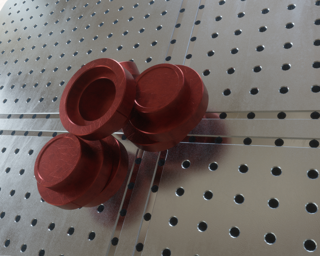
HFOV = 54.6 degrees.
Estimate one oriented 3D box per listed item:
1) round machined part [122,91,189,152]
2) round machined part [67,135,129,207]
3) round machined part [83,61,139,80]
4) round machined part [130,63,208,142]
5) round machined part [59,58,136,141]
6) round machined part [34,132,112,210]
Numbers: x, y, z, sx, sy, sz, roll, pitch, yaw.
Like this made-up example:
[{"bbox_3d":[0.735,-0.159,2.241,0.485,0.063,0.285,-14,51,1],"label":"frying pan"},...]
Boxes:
[{"bbox_3d":[-0.007,-0.023,0.389,0.098,0.042,0.098,-13,56,21],"label":"round machined part"},{"bbox_3d":[-0.093,0.047,0.392,0.098,0.042,0.098,-13,56,21],"label":"round machined part"},{"bbox_3d":[-0.072,-0.054,0.445,0.098,0.098,0.042,-25,88,13],"label":"round machined part"},{"bbox_3d":[0.003,-0.037,0.364,0.098,0.042,0.098,-13,55,20],"label":"round machined part"},{"bbox_3d":[-0.069,-0.031,0.371,0.098,0.042,0.098,-12,64,27],"label":"round machined part"},{"bbox_3d":[-0.111,0.045,0.374,0.098,0.042,0.098,-13,56,21],"label":"round machined part"}]
